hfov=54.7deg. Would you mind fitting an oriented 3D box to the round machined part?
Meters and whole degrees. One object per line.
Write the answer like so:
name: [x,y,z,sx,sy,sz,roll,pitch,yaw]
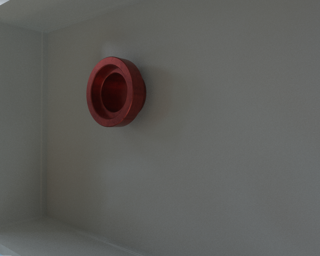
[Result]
round machined part: [-0.058,-0.050,0.444,0.098,0.042,0.097,0,90,40]
